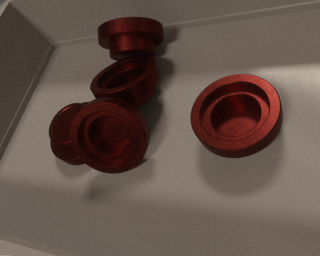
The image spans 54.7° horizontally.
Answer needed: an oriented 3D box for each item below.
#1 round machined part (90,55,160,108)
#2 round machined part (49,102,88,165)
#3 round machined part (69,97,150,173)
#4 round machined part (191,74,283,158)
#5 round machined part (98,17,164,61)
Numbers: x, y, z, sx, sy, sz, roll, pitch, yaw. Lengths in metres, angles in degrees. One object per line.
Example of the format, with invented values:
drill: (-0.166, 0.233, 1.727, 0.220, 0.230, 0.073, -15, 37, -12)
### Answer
round machined part: (-0.045, -0.061, 0.441, 0.098, 0.042, 0.098, -16, 35, 12)
round machined part: (-0.122, 0.002, 0.456, 0.098, 0.042, 0.098, -13, 56, 20)
round machined part: (-0.061, 0.006, 0.398, 0.098, 0.098, 0.042, -19, 19, 17)
round machined part: (0.088, -0.010, 0.354, 0.098, 0.042, 0.098, -13, 56, 20)
round machined part: (-0.043, -0.129, 0.467, 0.098, 0.098, 0.042, -5, 89, 25)
